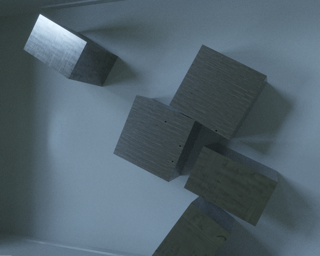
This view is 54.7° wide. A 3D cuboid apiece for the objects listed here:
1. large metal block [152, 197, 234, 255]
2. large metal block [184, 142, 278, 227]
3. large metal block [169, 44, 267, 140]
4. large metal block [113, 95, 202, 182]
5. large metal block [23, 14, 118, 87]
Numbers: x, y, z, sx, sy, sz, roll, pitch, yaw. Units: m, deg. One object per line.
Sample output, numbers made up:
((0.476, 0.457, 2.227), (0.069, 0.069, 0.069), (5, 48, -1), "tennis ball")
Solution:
((0.040, 0.129, 0.362), (0.050, 0.080, 0.080), (37, 95, 16), "large metal block")
((0.083, 0.058, 0.352), (0.080, 0.080, 0.050), (26, 99, 17), "large metal block")
((0.071, -0.041, 0.372), (0.080, 0.050, 0.080), (31, 100, 17), "large metal block")
((-0.001, 0.012, 0.397), (0.080, 0.050, 0.080), (25, 98, 18), "large metal block")
((-0.118, -0.102, 0.421), (0.080, 0.080, 0.050), (33, 101, 16), "large metal block")
